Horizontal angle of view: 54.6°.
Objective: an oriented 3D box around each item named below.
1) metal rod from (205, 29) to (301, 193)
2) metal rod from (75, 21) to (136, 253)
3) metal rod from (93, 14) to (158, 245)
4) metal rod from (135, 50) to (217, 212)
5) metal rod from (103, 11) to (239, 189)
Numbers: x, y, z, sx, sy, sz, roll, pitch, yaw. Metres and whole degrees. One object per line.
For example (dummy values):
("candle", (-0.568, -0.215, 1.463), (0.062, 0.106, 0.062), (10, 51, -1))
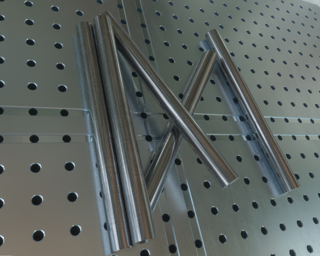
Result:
("metal rod", (0.144, -0.039, 0.508), (0.025, 0.025, 0.299), (-8, 66, -32))
("metal rod", (-0.071, -0.009, 0.374), (0.025, 0.025, 0.299), (0, 62, -28))
("metal rod", (-0.048, -0.019, 0.369), (0.025, 0.025, 0.299), (1, 60, -28))
("metal rod", (0.032, -0.015, 0.434), (0.025, 0.025, 0.301), (32, 52, -7))
("metal rod", (0.000, -0.050, 0.413), (0.025, 0.025, 0.299), (-21, 65, -36))
